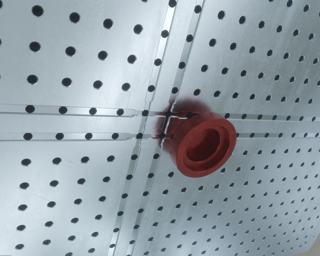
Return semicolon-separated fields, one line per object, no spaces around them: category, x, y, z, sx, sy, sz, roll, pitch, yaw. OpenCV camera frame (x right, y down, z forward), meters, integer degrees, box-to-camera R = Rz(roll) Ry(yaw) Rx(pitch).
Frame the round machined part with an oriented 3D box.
round machined part;0.058;0.020;0.446;0.099;0.042;0.097;-14;125;-21
